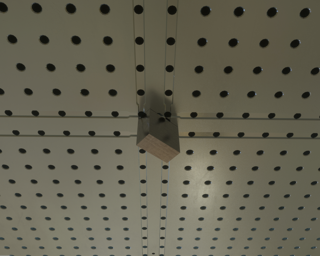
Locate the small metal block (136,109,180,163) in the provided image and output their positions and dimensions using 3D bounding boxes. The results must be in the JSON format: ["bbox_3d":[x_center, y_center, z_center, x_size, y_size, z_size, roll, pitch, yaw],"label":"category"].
[{"bbox_3d":[-0.002,0.010,0.404,0.050,0.050,0.025,33,123,-25],"label":"small metal block"}]
